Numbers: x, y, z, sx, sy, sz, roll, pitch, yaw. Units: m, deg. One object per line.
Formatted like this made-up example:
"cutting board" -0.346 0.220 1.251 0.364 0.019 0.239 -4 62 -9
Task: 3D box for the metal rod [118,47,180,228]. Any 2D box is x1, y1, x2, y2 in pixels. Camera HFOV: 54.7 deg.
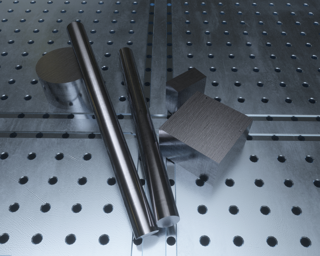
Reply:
"metal rod" -0.024 -0.014 0.411 0.025 0.025 0.300 -10 49 -8

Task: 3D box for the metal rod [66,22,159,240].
"metal rod" -0.067 -0.016 0.378 0.025 0.025 0.299 -17 65 -14

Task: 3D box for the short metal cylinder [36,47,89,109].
"short metal cylinder" -0.132 -0.073 0.452 0.081 0.050 0.080 0 50 0

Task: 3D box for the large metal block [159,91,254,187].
"large metal block" 0.055 0.011 0.383 0.080 0.050 0.080 31 56 23

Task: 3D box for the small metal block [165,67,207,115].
"small metal block" 0.036 -0.049 0.433 0.050 0.050 0.025 -31 57 -23
